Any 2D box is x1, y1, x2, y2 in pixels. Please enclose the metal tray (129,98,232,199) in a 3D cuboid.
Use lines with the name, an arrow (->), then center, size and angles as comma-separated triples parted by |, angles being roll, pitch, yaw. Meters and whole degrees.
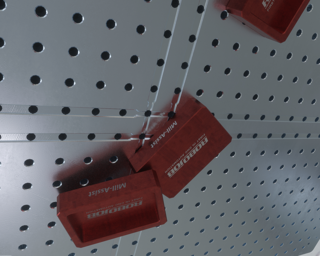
metal tray -> 0.031, 0.032, 0.444 | 0.130, 0.030, 0.090 | -45, 129, 3

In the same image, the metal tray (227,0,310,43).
metal tray -> 0.150, -0.181, 0.376 | 0.091, 0.030, 0.129 | 16, 110, -35

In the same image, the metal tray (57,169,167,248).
metal tray -> -0.060, 0.110, 0.418 | 0.131, 0.030, 0.090 | -14, 132, -6
